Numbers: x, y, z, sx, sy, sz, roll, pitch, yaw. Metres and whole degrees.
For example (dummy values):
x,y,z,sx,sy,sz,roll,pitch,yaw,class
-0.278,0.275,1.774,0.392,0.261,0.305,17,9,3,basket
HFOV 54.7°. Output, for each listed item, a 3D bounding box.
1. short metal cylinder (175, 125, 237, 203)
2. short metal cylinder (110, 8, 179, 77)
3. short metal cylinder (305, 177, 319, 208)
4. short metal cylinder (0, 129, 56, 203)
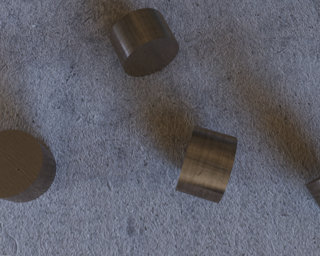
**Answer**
x,y,z,sx,sy,sz,roll,pitch,yaw,class
0.054,0.042,0.364,0.050,0.080,0.080,16,71,6,short metal cylinder
-0.021,-0.114,0.420,0.080,0.080,0.050,-23,72,-8,short metal cylinder
0.219,0.070,0.355,0.080,0.080,0.050,-24,72,-8,short metal cylinder
-0.174,0.047,0.376,0.081,0.050,0.080,0,70,0,short metal cylinder
